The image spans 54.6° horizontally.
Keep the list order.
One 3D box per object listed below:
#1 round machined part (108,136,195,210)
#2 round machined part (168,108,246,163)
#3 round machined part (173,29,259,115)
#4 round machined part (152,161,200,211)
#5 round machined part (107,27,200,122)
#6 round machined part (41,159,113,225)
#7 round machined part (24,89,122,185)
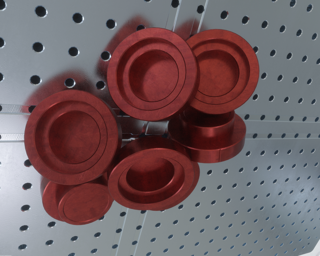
[{"bbox_3d":[-0.012,0.048,0.364,0.099,0.042,0.097,-7,127,-9],"label":"round machined part"},{"bbox_3d":[0.059,-0.003,0.392,0.099,0.098,0.042,-18,128,-18],"label":"round machined part"},{"bbox_3d":[0.065,-0.064,0.373,0.098,0.042,0.097,0,89,5],"label":"round machined part"},{"bbox_3d":[0.004,0.067,0.443,0.099,0.042,0.097,-14,124,-21],"label":"round machined part"},{"bbox_3d":[-0.005,-0.055,0.340,0.098,0.098,0.042,-52,165,9],"label":"round machined part"},{"bbox_3d":[-0.099,0.085,0.399,0.099,0.042,0.097,-14,125,-21],"label":"round machined part"},{"bbox_3d":[-0.089,0.010,0.335,0.098,0.098,0.042,-42,174,1],"label":"round machined part"}]
